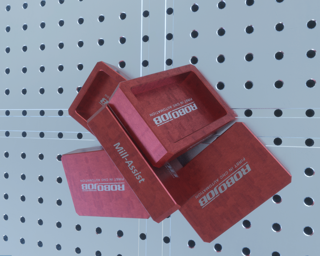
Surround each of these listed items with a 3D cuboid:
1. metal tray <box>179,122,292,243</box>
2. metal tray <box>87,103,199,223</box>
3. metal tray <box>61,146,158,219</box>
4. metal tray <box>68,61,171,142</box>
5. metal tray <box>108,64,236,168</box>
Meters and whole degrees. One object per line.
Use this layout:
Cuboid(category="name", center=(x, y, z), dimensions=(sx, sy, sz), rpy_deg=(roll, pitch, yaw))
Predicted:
Cuboid(category="metal tray", center=(0.079, 0.065, 0.380), dimensions=(0.130, 0.030, 0.090), rpy_deg=(-43, 77, 14))
Cuboid(category="metal tray", center=(-0.015, 0.034, 0.350), dimensions=(0.030, 0.090, 0.130), rpy_deg=(-40, 78, 15))
Cuboid(category="metal tray", center=(-0.066, 0.069, 0.407), dimensions=(0.130, 0.030, 0.089), rpy_deg=(-9, 98, 34))
Cuboid(category="metal tray", center=(-0.054, -0.020, 0.427), dimensions=(0.130, 0.030, 0.090), rpy_deg=(38, 102, 15))
Cuboid(category="metal tray", center=(0.019, -0.021, 0.350), dimensions=(0.090, 0.131, 0.030), rpy_deg=(53, 134, 12))
